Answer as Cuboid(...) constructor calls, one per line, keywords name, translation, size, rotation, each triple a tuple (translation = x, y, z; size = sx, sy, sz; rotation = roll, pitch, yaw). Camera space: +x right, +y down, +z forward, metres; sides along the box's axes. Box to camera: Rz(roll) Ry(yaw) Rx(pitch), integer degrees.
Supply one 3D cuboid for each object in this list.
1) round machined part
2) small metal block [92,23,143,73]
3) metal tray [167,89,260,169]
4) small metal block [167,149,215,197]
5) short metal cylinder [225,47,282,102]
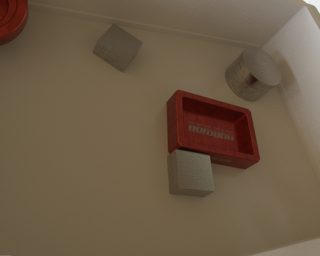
Cuboid(name="round machined part", translation=(-0.204, -0.139, 0.356), size=(0.099, 0.042, 0.097), rotation=(3, 80, -20))
Cuboid(name="small metal block", translation=(-0.060, -0.115, 0.445), size=(0.050, 0.025, 0.050), rotation=(33, 51, -7))
Cuboid(name="metal tray", translation=(0.076, 0.003, 0.442), size=(0.131, 0.030, 0.090), rotation=(13, 56, -22))
Cuboid(name="small metal block", translation=(0.038, 0.058, 0.393), size=(0.050, 0.025, 0.050), rotation=(10, 57, -23))
Cuboid(name="short metal cylinder", translation=(0.161, -0.092, 0.535), size=(0.081, 0.050, 0.080), rotation=(14, 56, -21))
